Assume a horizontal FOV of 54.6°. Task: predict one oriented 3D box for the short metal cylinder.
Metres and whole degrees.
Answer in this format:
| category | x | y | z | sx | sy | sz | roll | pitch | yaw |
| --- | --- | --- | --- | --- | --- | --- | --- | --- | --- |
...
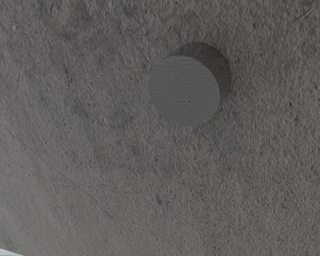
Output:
| category | x | y | z | sx | sy | sz | roll | pitch | yaw |
| --- | --- | --- | --- | --- | --- | --- | --- | --- | --- |
| short metal cylinder | 0.034 | -0.049 | 0.343 | 0.080 | 0.050 | 0.080 | 13 | 124 | 21 |
